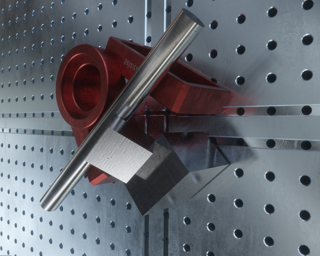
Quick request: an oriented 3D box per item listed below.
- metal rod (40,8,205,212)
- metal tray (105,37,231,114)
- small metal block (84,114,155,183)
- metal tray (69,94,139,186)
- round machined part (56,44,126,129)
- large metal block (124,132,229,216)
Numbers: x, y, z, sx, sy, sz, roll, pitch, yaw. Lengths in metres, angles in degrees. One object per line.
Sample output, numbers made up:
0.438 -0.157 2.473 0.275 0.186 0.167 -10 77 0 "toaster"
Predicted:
-0.059 0.002 0.338 0.299 0.025 0.025 -48 62 29 "metal rod"
0.006 -0.061 0.359 0.130 0.091 0.030 38 114 33 "metal tray"
-0.041 0.022 0.318 0.050 0.050 0.025 -50 16 28 "small metal block"
-0.070 0.007 0.422 0.030 0.091 0.130 -36 68 34 "metal tray"
-0.079 -0.048 0.371 0.098 0.042 0.097 0 90 39 "round machined part"
0.017 0.049 0.353 0.080 0.081 0.050 -49 62 29 "large metal block"
